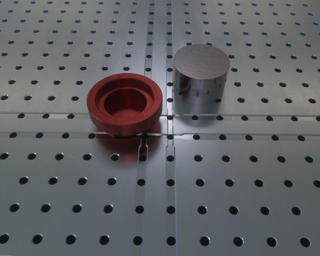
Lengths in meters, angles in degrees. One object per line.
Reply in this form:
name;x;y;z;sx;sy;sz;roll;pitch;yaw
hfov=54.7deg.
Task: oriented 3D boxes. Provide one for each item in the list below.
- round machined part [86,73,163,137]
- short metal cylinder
round machined part;-0.046;-0.027;0.419;0.099;0.042;0.098;0;50;0
short metal cylinder;0.059;-0.080;0.459;0.081;0.050;0.080;0;50;0
